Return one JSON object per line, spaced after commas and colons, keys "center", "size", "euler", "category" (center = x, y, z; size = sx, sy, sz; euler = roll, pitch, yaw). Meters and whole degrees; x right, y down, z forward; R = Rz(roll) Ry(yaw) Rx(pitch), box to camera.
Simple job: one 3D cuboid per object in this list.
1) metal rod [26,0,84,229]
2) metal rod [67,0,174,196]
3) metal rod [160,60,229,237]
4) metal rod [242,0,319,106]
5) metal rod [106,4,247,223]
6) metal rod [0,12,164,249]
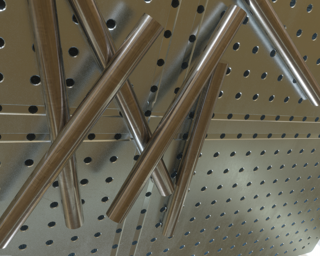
{"center": [-0.112, 0.001, 0.350], "size": [0.025, 0.025, 0.298], "euler": [-12, 124, -22], "category": "metal rod"}
{"center": [-0.033, -0.016, 0.382], "size": [0.025, 0.025, 0.299], "euler": [-29, 128, -10], "category": "metal rod"}
{"center": [0.045, 0.044, 0.461], "size": [0.025, 0.025, 0.298], "euler": [-1, 119, -28], "category": "metal rod"}
{"center": [0.172, -0.116, 0.432], "size": [0.025, 0.025, 0.301], "euler": [-49, 129, 7], "category": "metal rod"}
{"center": [0.018, -0.014, 0.386], "size": [0.025, 0.025, 0.299], "euler": [27, 96, -37], "category": "metal rod"}
{"center": [-0.096, 0.011, 0.331], "size": [0.025, 0.025, 0.299], "euler": [30, 102, -38], "category": "metal rod"}
